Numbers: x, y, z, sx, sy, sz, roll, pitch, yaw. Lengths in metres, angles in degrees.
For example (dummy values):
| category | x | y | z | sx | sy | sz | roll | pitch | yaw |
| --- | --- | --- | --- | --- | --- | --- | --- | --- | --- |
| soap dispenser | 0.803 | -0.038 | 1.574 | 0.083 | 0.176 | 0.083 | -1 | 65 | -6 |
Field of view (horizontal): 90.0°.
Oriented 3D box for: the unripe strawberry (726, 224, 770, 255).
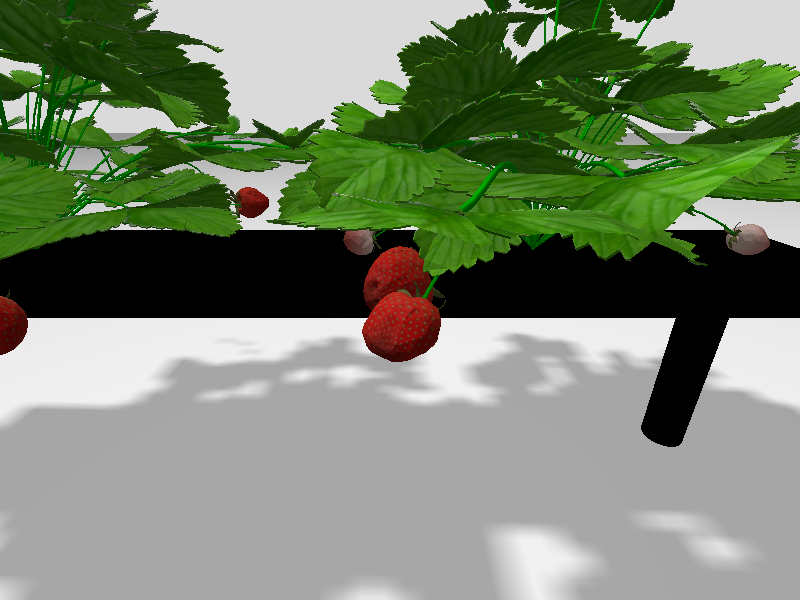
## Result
| category | x | y | z | sx | sy | sz | roll | pitch | yaw |
| --- | --- | --- | --- | --- | --- | --- | --- | --- | --- |
| unripe strawberry | 0.297 | -0.051 | 0.340 | 0.030 | 0.026 | 0.030 | 17 | 25 | -1 |

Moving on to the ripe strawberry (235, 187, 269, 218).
| category | x | y | z | sx | sy | sz | roll | pitch | yaw |
| --- | --- | --- | --- | --- | --- | --- | --- | --- | --- |
| ripe strawberry | -0.172 | -0.114 | 0.468 | 0.035 | 0.035 | 0.039 | -17 | 30 | -34 |

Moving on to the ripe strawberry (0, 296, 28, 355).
| category | x | y | z | sx | sy | sz | roll | pitch | yaw |
| --- | --- | --- | --- | --- | --- | --- | --- | --- | --- |
| ripe strawberry | -0.202 | 0.013 | 0.187 | 0.040 | 0.034 | 0.040 | -16 | 29 | -31 |

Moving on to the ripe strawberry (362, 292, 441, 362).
| category | x | y | z | sx | sy | sz | roll | pitch | yaw |
| --- | --- | --- | --- | --- | --- | --- | --- | --- | --- |
| ripe strawberry | 0.000 | 0.014 | 0.188 | 0.037 | 0.033 | 0.034 | 15 | 39 | 30 |

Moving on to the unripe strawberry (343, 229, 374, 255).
| category | x | y | z | sx | sy | sz | roll | pitch | yaw |
| --- | --- | --- | --- | --- | --- | --- | --- | --- | --- |
| unripe strawberry | -0.035 | -0.052 | 0.341 | 0.026 | 0.027 | 0.024 | -5 | 25 | -5 |

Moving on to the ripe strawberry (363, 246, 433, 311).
| category | x | y | z | sx | sy | sz | roll | pitch | yaw |
| --- | --- | --- | --- | --- | --- | --- | --- | --- | --- |
| ripe strawberry | -0.003 | -0.007 | 0.223 | 0.038 | 0.043 | 0.041 | 19 | 31 | 36 |
